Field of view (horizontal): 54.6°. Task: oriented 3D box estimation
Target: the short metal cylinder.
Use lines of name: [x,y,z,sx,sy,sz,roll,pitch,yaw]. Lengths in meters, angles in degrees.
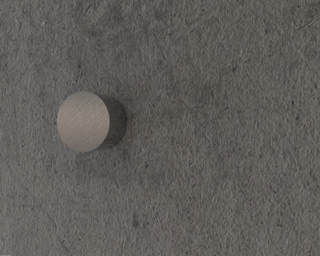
short metal cylinder: [-0.093,-0.008,0.429,0.080,0.050,0.080,0,90,20]
